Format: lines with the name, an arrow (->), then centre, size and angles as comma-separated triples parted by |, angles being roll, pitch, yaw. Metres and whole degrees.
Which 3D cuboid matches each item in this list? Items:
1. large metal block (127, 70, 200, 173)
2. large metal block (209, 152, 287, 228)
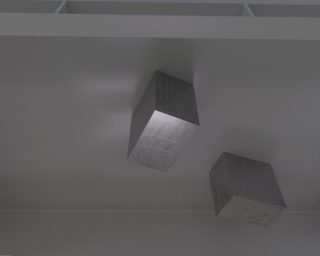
large metal block -> 0.002, -0.008, 0.366 | 0.050, 0.080, 0.079 | 19, 128, -16
large metal block -> 0.123, 0.089, 0.450 | 0.081, 0.080, 0.050 | 15, 128, -13
